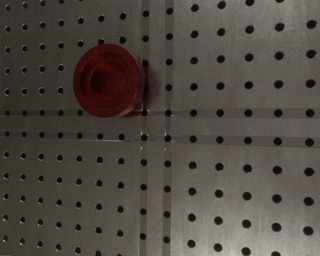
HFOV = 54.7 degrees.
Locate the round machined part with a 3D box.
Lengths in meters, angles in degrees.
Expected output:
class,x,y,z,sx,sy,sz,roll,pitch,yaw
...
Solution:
class,x,y,z,sx,sy,sz,roll,pitch,yaw
round machined part,-0.065,-0.062,0.426,0.098,0.042,0.097,0,90,19
